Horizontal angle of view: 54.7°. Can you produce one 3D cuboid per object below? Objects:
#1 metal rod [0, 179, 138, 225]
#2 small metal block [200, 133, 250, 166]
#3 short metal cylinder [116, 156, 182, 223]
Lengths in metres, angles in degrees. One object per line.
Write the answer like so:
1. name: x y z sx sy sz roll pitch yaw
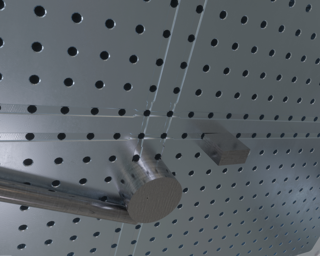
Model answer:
1. metal rod: -0.148 0.087 0.384 0.302 0.025 0.025 24 105 -37
2. small metal block: 0.098 0.031 0.468 0.050 0.050 0.025 -1 119 -28
3. short metal cylinder: -0.016 0.087 0.441 0.081 0.050 0.079 -14 124 -21
